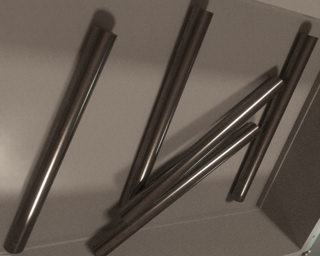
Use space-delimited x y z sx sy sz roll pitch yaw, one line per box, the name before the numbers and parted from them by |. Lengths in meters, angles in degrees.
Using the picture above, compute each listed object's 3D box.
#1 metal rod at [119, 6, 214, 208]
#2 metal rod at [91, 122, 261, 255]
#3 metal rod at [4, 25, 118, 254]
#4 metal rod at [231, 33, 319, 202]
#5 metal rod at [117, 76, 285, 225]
metal rod | 0.000 -0.005 0.406 0.025 0.025 0.298 7 115 -32
metal rod | 0.032 0.085 0.459 0.301 0.025 0.025 -35 130 -14
metal rod | -0.122 0.027 0.359 0.025 0.025 0.298 16 110 -35
metal rod | 0.179 -0.003 0.507 0.025 0.025 0.298 1 118 -30
metal rod | 0.064 0.026 0.442 0.301 0.025 0.025 -40 130 -9
